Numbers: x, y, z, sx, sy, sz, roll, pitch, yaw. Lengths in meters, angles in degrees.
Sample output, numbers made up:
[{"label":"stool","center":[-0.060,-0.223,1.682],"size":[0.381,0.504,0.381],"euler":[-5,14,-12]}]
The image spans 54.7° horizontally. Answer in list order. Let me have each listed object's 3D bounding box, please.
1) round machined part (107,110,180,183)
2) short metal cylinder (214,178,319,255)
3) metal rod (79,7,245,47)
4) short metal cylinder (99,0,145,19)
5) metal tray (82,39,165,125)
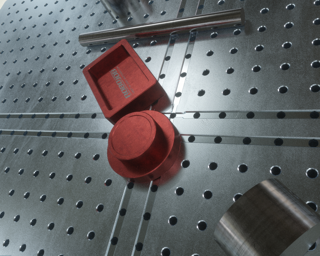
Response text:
[{"label":"round machined part","center":[-0.027,0.018,0.401],"size":[0.098,0.042,0.098],"euler":[-13,56,21]},{"label":"short metal cylinder","center":[0.094,0.090,0.268],"size":[0.080,0.080,0.050],"euler":[-43,51,-1]},{"label":"metal rod","center":[-0.013,-0.163,0.515],"size":[0.300,0.025,0.025],"euler":[1,63,28]},{"label":"short metal cylinder","center":[-0.075,-0.255,0.589],"size":[0.080,0.050,0.080],"euler":[-13,56,21]},{"label":"metal tray","center":[-0.060,-0.073,0.481],"size":[0.090,0.030,0.130],"euler":[-36,51,4]}]
